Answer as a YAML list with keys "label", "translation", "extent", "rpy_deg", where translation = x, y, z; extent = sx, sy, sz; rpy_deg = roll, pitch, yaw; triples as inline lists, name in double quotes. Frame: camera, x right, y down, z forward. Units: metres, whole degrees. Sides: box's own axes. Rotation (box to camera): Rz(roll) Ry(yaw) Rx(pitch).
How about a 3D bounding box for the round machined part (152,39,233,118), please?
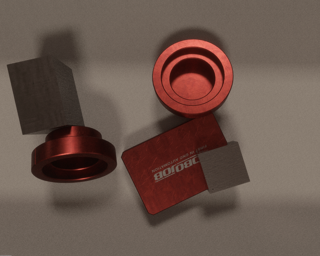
- label: "round machined part"
  translation: [0.041, -0.060, 0.397]
  extent: [0.099, 0.042, 0.098]
  rpy_deg: [-1, 78, 4]

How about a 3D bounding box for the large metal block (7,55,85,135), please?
- label: "large metal block"
  translation: [-0.136, -0.036, 0.382]
  extent: [0.050, 0.080, 0.080]
  rpy_deg: [-13, 90, 0]

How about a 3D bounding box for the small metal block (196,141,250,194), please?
- label: "small metal block"
  translation: [0.077, 0.047, 0.382]
  extent: [0.050, 0.025, 0.050]
  rpy_deg: [-17, 91, -1]

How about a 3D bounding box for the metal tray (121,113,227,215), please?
- label: "metal tray"
  translation: [0.027, 0.045, 0.409]
  extent: [0.131, 0.030, 0.090]
  rpy_deg: [-26, 90, -1]

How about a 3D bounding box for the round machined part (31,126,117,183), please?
- label: "round machined part"
  translation: [-0.104, 0.031, 0.379]
  extent: [0.099, 0.098, 0.042]
  rpy_deg: [-11, 64, 0]
